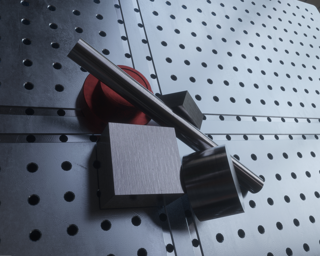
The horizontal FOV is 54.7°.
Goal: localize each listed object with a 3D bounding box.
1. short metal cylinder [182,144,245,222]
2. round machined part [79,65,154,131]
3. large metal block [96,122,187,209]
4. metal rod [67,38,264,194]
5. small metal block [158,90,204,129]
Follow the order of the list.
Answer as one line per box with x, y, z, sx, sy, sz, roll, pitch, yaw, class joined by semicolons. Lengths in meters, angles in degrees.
0.063;0.064;0.361;0.080;0.050;0.080;-17;90;-76;short metal cylinder
-0.049;-0.042;0.397;0.099;0.042;0.098;14;56;-21;round machined part
-0.024;0.043;0.351;0.081;0.050;0.080;5;60;-26;large metal block
0.022;-0.003;0.381;0.301;0.025;0.025;36;50;-21;metal rod
0.022;-0.019;0.405;0.050;0.050;0.025;51;45;-39;small metal block
